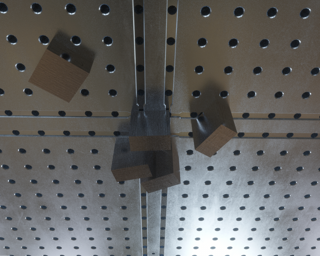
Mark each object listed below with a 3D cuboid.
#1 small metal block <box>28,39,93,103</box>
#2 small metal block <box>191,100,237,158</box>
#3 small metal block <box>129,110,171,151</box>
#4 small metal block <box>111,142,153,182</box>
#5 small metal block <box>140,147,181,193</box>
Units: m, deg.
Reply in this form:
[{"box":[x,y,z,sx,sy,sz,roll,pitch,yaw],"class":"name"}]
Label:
[{"box":[-0.113,-0.064,0.355,0.050,0.025,0.050,29,124,-23],"class":"small metal block"},{"box":[0.068,0.001,0.397,0.025,0.050,0.050,27,125,-22],"class":"small metal block"},{"box":[-0.012,0.003,0.397,0.050,0.050,0.025,-2,130,1],"class":"small metal block"},{"box":[-0.038,0.044,0.433,0.050,0.050,0.025,-10,130,8],"class":"small metal block"},{"box":[0.000,0.061,0.447,0.050,0.050,0.025,-20,128,15],"class":"small metal block"}]
